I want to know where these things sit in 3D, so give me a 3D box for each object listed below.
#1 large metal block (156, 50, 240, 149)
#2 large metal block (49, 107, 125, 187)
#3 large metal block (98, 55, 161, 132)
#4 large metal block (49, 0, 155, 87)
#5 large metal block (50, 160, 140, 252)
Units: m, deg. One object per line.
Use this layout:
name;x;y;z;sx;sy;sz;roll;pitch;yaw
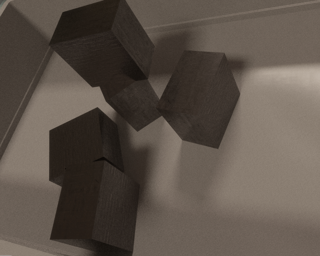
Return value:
large metal block;0.049;-0.032;0.364;0.050;0.080;0.080;13;69;33
large metal block;-0.101;0.031;0.422;0.080;0.050;0.080;-24;53;13
large metal block;-0.043;-0.054;0.425;0.050;0.080;0.080;-34;52;6
large metal block;-0.063;-0.095;0.357;0.080;0.080;0.050;-4;60;26
large metal block;-0.067;0.091;0.348;0.050;0.080;0.080;-10;58;23
